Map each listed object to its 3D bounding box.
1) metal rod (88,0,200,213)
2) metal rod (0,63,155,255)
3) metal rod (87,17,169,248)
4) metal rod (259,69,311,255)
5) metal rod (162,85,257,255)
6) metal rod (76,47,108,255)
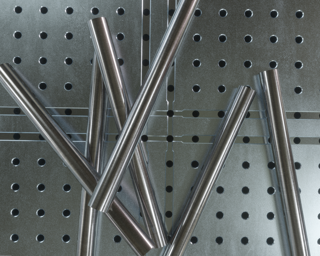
[{"bbox_3d":[-0.014,-0.043,0.383,0.025,0.025,0.299,23,78,0],"label":"metal rod"},{"bbox_3d":[-0.112,0.035,0.391,0.025,0.025,0.300,-41,82,0],"label":"metal rod"},{"bbox_3d":[-0.039,0.011,0.399,0.025,0.025,0.299,-15,96,0],"label":"metal rod"},{"bbox_3d":[0.170,0.071,0.414,0.025,0.025,0.299,-10,90,0],"label":"metal rod"},{"bbox_3d":[0.056,0.085,0.413,0.025,0.025,0.299,24,90,0],"label":"metal rod"},{"bbox_3d":[-0.088,0.042,0.412,0.025,0.025,0.298,5,90,0],"label":"metal rod"}]
